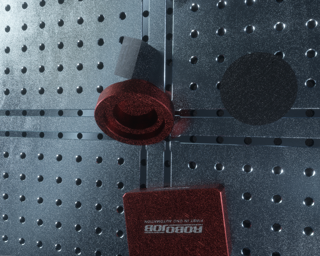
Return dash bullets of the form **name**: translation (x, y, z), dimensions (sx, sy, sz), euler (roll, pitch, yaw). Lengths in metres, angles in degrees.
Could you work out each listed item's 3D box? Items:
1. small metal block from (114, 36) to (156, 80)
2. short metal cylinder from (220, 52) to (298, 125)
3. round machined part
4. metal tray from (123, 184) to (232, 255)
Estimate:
- **small metal block**: translation (-0.032, -0.088, 0.410), dimensions (0.025, 0.050, 0.050), euler (18, 96, 19)
- **short metal cylinder**: translation (0.114, -0.043, 0.359), dimensions (0.080, 0.050, 0.079), euler (0, 90, 19)
- **round machined part**: translation (-0.030, -0.024, 0.394), dimensions (0.098, 0.098, 0.042), euler (-11, 47, 19)
- **metal tray**: translation (0.021, 0.123, 0.402), dimensions (0.130, 0.030, 0.089), euler (-7, 88, 19)
